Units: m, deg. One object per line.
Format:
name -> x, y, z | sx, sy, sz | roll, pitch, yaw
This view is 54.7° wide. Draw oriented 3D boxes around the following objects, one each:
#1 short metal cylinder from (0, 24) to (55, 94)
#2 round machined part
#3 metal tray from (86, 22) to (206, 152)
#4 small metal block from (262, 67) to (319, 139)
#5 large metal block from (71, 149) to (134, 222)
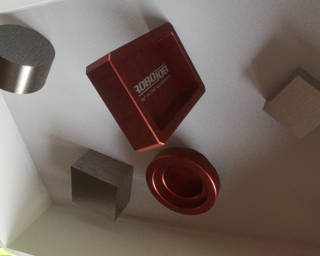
short metal cylinder -> -0.188, -0.092, 0.413 | 0.080, 0.080, 0.050 | 39, 129, 1
round machined part -> 0.034, 0.067, 0.420 | 0.098, 0.042, 0.097 | 13, 124, 20
metal tray -> -0.005, -0.047, 0.313 | 0.030, 0.131, 0.090 | -20, 108, 35
small metal block -> 0.144, -0.025, 0.317 | 0.050, 0.025, 0.050 | 38, 129, 2
large metal block -> -0.093, 0.091, 0.496 | 0.080, 0.050, 0.079 | 21, 126, 15
